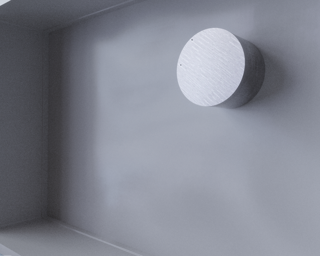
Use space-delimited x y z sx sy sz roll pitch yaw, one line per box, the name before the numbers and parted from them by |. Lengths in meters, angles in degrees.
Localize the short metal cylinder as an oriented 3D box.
short metal cylinder | 0.066 -0.062 0.337 0.080 0.050 0.080 0 90 40
